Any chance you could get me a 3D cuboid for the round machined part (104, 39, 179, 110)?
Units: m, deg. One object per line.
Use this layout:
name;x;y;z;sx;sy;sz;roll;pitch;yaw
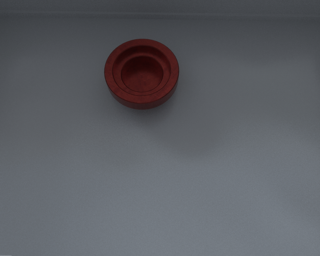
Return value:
round machined part;-0.024;-0.069;0.426;0.099;0.042;0.098;0;70;0
